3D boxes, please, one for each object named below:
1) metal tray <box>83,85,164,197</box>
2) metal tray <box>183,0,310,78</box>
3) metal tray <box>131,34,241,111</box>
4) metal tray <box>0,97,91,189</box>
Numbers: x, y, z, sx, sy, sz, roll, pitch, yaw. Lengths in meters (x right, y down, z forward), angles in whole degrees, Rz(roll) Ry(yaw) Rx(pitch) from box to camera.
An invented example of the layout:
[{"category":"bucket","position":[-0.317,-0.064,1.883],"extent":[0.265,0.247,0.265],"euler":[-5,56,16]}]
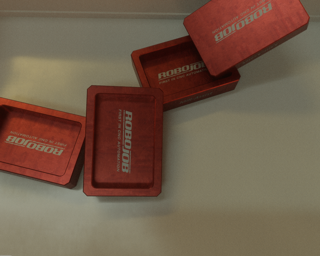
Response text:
[{"category":"metal tray","position":[-0.043,0.016,0.378],"extent":[0.091,0.030,0.129],"euler":[2,86,-6]},{"category":"metal tray","position":[0.107,-0.134,0.396],"extent":[0.130,0.030,0.090],"euler":[-29,81,21]},{"category":"metal tray","position":[0.034,-0.081,0.436],"extent":[0.131,0.030,0.090],"euler":[-18,71,-7]},{"category":"metal tray","position":[-0.161,0.019,0.398],"extent":[0.131,0.030,0.090],"euler":[13,70,4]}]
